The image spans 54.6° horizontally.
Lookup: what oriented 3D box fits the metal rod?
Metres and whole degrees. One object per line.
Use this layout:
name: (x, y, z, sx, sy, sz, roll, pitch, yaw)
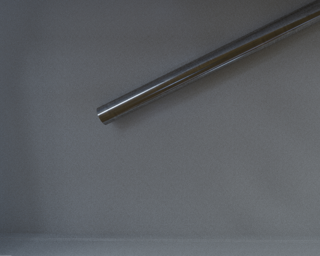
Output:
metal rod: (0.059, -0.078, 0.382, 0.301, 0.025, 0.025, -25, 108, 8)
